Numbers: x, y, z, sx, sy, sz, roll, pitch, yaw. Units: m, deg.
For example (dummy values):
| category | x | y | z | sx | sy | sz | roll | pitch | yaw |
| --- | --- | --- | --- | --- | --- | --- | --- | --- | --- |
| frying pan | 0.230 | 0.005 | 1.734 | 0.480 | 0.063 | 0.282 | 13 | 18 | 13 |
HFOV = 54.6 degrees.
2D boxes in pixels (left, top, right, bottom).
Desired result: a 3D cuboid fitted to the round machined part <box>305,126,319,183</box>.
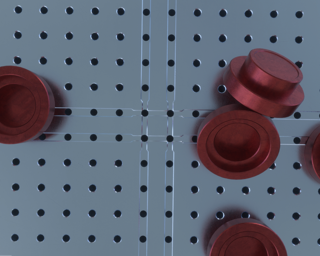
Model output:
| category | x | y | z | sx | sy | sz | roll | pitch | yaw |
| --- | --- | --- | --- | --- | --- | --- | --- | --- | --- |
| round machined part | 0.248 | 0.037 | 0.406 | 0.099 | 0.042 | 0.097 | 0 | 90 | 0 |

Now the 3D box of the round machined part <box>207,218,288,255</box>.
| category | x | y | z | sx | sy | sz | roll | pitch | yaw |
| --- | --- | --- | --- | --- | --- | --- | --- | --- | --- |
| round machined part | 0.110 | 0.166 | 0.406 | 0.099 | 0.042 | 0.097 | 0 | 90 | 0 |

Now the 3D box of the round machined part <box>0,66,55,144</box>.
| category | x | y | z | sx | sy | sz | roll | pitch | yaw |
| --- | --- | --- | --- | --- | --- | --- | --- | --- | --- |
| round machined part | -0.186 | -0.029 | 0.404 | 0.099 | 0.042 | 0.097 | 0 | 90 | 0 |

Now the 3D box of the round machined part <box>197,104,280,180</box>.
| category | x | y | z | sx | sy | sz | roll | pitch | yaw |
| --- | --- | --- | --- | --- | --- | --- | --- | --- | --- |
| round machined part | 0.097 | 0.014 | 0.393 | 0.098 | 0.042 | 0.097 | 3 | 118 | 6 |

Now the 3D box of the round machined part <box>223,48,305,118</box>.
| category | x | y | z | sx | sy | sz | roll | pitch | yaw |
| --- | --- | --- | --- | --- | --- | --- | --- | --- | --- |
| round machined part | 0.131 | -0.061 | 0.377 | 0.098 | 0.098 | 0.042 | 22 | 131 | 0 |
